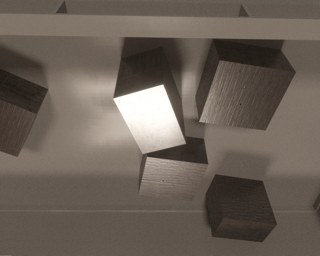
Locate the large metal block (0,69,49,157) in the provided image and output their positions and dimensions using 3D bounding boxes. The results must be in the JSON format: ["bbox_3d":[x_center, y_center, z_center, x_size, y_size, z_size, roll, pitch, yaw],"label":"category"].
[{"bbox_3d":[-0.193,-0.021,0.372,0.080,0.050,0.080,24,126,-20],"label":"large metal block"}]

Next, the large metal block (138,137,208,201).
[{"bbox_3d":[0.016,0.056,0.440,0.081,0.050,0.079,8,130,-7],"label":"large metal block"}]

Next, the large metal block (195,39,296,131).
[{"bbox_3d":[0.091,-0.048,0.353,0.081,0.050,0.079,7,130,-7],"label":"large metal block"}]

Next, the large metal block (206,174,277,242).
[{"bbox_3d":[0.122,0.124,0.480,0.081,0.080,0.050,9,130,-8],"label":"large metal block"}]

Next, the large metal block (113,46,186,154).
[{"bbox_3d":[-0.008,-0.031,0.346,0.050,0.080,0.080,-15,129,11],"label":"large metal block"}]
